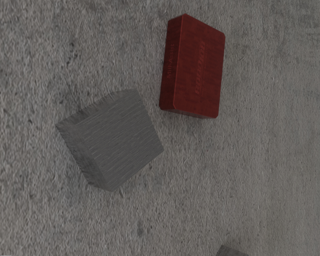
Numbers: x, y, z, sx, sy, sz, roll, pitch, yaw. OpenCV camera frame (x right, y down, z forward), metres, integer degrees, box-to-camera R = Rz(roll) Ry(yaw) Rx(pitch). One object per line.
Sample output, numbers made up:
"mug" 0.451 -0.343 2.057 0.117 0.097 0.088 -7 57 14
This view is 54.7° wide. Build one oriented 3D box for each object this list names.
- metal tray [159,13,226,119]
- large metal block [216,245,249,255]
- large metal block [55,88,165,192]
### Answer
"metal tray" 0.048 -0.083 0.442 0.091 0.030 0.129 10 84 -40
"large metal block" 0.117 0.247 0.487 0.080 0.050 0.080 52 60 -28
"large metal block" -0.053 0.011 0.344 0.080 0.050 0.080 -37 113 -34
